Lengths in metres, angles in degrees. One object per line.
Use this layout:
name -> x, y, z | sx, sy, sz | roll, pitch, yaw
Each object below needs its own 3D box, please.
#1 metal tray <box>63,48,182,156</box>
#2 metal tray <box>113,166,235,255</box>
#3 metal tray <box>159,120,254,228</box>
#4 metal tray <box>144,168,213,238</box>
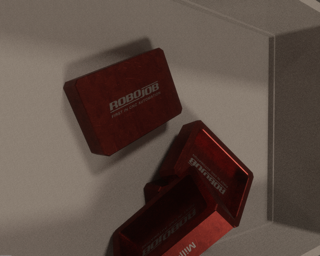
metal tray -> -0.037, -0.035, 0.374 | 0.131, 0.030, 0.090 | -31, 110, -36
metal tray -> 0.008, 0.109, 0.333 | 0.130, 0.090, 0.030 | -41, 111, 5
metal tray -> 0.069, 0.064, 0.422 | 0.130, 0.030, 0.090 | 43, 55, -21
metal tray -> 0.042, 0.109, 0.440 | 0.131, 0.030, 0.089 | -10, 97, -40
